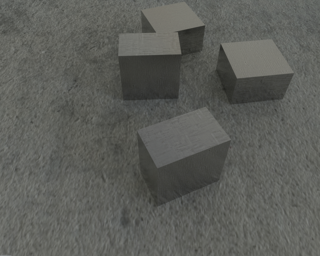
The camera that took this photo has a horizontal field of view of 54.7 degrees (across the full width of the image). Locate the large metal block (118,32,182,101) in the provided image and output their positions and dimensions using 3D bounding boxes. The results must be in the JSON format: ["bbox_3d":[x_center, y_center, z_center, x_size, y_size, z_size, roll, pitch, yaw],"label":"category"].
[{"bbox_3d":[-0.014,-0.086,0.440,0.081,0.080,0.050,-2,50,-2],"label":"large metal block"}]

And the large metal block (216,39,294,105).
[{"bbox_3d":[0.136,-0.085,0.460,0.081,0.050,0.080,-6,50,-6],"label":"large metal block"}]

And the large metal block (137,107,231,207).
[{"bbox_3d":[0.023,0.032,0.341,0.081,0.080,0.050,-19,53,-16],"label":"large metal block"}]

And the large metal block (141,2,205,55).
[{"bbox_3d":[0.020,-0.165,0.526,0.081,0.050,0.080,-16,52,-14],"label":"large metal block"}]
